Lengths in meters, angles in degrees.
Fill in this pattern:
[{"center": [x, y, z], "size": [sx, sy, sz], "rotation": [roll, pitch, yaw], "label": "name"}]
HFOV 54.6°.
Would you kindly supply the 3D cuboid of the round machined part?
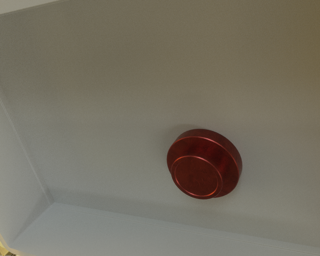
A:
[{"center": [0.053, 0.054, 0.403], "size": [0.098, 0.042, 0.097], "rotation": [13, 124, 21], "label": "round machined part"}]
